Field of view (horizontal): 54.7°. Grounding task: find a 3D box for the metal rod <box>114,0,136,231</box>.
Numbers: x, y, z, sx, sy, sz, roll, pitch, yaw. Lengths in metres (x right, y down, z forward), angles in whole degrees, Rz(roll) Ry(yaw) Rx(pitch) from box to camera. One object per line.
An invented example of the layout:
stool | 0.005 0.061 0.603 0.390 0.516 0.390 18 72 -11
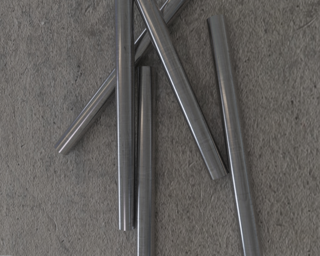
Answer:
metal rod | -0.045 -0.012 0.407 0.025 0.025 0.298 3 98 20

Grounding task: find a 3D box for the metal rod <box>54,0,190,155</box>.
metal rod | -0.051 -0.079 0.426 0.025 0.025 0.299 44 103 14

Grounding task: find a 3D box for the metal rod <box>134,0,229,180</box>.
metal rod | 0.015 -0.079 0.384 0.025 0.025 0.299 -23 90 18

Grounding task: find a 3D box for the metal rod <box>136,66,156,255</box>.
metal rod | -0.019 0.069 0.415 0.025 0.025 0.298 0 90 20

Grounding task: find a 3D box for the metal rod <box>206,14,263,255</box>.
metal rod | 0.090 0.012 0.376 0.025 0.025 0.298 -9 87 20
